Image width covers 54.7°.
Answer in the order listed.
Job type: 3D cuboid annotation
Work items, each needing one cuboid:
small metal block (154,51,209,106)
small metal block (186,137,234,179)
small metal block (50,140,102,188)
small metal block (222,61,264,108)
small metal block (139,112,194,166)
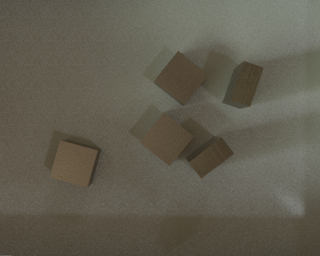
[{"bbox_3d":[0.028,-0.065,0.411,0.050,0.025,0.050,38,90,0],"label":"small metal block"},{"bbox_3d":[0.062,0.036,0.399,0.050,0.050,0.025,-37,90,0],"label":"small metal block"},{"bbox_3d":[-0.111,0.046,0.410,0.050,0.025,0.050,16,90,0],"label":"small metal block"},{"bbox_3d":[0.106,-0.054,0.399,0.025,0.050,0.050,19,90,0],"label":"small metal block"},{"bbox_3d":[0.009,0.014,0.411,0.050,0.025,0.050,39,90,0],"label":"small metal block"}]
